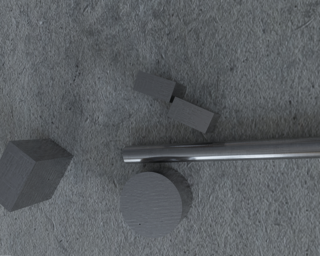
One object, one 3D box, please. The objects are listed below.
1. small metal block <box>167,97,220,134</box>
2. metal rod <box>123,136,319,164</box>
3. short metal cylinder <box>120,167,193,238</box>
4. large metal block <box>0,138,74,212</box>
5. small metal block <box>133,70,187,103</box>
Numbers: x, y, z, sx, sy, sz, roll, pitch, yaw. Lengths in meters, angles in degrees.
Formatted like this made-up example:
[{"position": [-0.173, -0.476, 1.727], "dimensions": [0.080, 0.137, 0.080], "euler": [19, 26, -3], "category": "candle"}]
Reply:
[{"position": [0.043, -0.015, 0.380], "dimensions": [0.050, 0.050, 0.025], "euler": [26, 99, 18], "category": "small metal block"}, {"position": [0.097, 0.027, 0.374], "dimensions": [0.301, 0.025, 0.025], "euler": [-4, 89, 19], "category": "metal rod"}, {"position": [-0.004, 0.092, 0.396], "dimensions": [0.080, 0.050, 0.079], "euler": [0, 90, 19], "category": "short metal cylinder"}, {"position": [-0.183, 0.063, 0.443], "dimensions": [0.050, 0.080, 0.080], "euler": [33, 101, 16], "category": "large metal block"}, {"position": [0.001, -0.050, 0.395], "dimensions": [0.050, 0.050, 0.025], "euler": [21, 97, 18], "category": "small metal block"}]
